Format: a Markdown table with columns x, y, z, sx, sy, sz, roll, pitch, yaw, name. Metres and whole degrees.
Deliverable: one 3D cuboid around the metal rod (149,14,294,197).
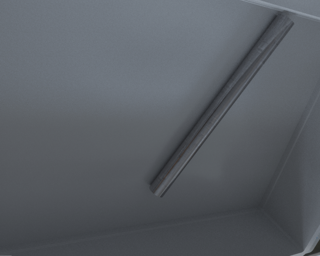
| x | y | z | sx | sy | sz | roll | pitch | yaw | name |
| --- | --- | --- | --- | --- | --- | --- | --- | --- | --- |
| 0.080 | -0.024 | 0.436 | 0.025 | 0.025 | 0.299 | 28 | 103 | -38 | metal rod |
